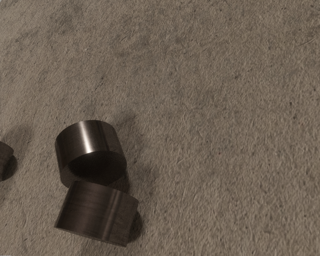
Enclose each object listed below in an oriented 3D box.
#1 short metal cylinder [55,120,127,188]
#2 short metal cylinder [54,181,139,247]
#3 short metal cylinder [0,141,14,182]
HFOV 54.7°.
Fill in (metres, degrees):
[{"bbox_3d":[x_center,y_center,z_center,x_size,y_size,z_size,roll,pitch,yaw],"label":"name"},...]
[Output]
[{"bbox_3d":[-0.088,0.036,0.391,0.080,0.080,0.050,-31,52,8],"label":"short metal cylinder"},{"bbox_3d":[-0.069,0.096,0.344,0.080,0.080,0.050,2,63,29],"label":"short metal cylinder"},{"bbox_3d":[-0.279,0.047,0.483,0.080,0.080,0.050,-3,61,26],"label":"short metal cylinder"}]
